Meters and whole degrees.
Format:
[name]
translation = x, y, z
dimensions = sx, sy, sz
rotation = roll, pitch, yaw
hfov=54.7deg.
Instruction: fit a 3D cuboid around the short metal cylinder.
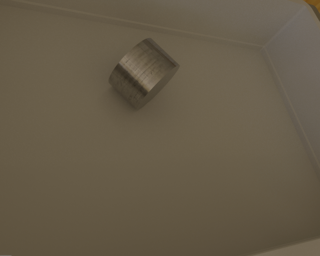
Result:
[short metal cylinder]
translation = -0.020, -0.069, 0.403
dimensions = 0.050, 0.080, 0.080
rotation = 44, 51, 2
